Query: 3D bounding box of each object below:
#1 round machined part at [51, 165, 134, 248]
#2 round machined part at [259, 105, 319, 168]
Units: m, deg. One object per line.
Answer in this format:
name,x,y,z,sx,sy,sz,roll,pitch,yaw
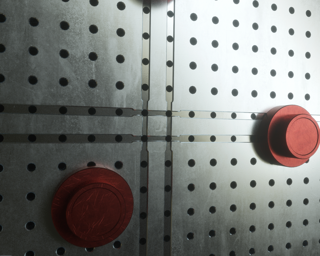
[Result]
round machined part,-0.079,0.096,0.374,0.099,0.042,0.097,0,90,-20
round machined part,0.206,0.013,0.479,0.099,0.042,0.097,0,90,-20
